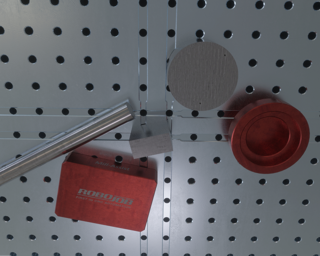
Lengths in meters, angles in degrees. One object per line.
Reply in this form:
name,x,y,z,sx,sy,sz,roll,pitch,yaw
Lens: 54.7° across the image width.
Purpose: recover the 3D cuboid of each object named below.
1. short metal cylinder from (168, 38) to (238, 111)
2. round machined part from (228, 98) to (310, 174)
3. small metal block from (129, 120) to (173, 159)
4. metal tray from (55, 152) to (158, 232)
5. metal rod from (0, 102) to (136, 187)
short metal cylinder,0.049,-0.066,0.376,0.081,0.050,0.079,0,110,0
round machined part,0.139,0.008,0.409,0.099,0.042,0.097,0,110,0
small metal block,-0.011,0.014,0.405,0.050,0.050,0.025,-12,110,4
metal tray,-0.076,0.093,0.444,0.131,0.030,0.089,13,110,-5
metal rod,-0.171,0.042,0.427,0.301,0.025,0.025,-26,108,9
